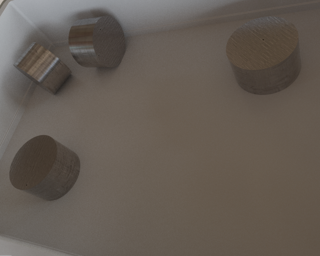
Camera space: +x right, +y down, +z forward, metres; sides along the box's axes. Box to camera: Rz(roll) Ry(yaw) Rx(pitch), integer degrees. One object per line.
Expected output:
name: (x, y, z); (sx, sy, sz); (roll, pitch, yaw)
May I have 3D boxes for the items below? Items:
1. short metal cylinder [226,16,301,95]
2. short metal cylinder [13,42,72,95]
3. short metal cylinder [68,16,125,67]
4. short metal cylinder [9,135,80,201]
short metal cylinder: (0.126, -0.087, 0.377); (0.080, 0.050, 0.080); (-13, 56, 20)
short metal cylinder: (-0.202, -0.102, 0.536); (0.080, 0.080, 0.050); (27, 77, 37)
short metal cylinder: (-0.101, -0.140, 0.507); (0.050, 0.080, 0.080); (6, 65, 30)
short metal cylinder: (-0.162, 0.057, 0.438); (0.080, 0.050, 0.080); (-13, 56, 20)
